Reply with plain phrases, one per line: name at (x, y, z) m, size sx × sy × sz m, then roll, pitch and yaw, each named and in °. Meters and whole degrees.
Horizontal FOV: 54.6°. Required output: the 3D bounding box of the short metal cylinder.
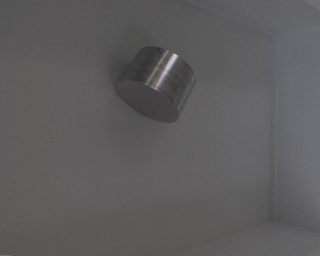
short metal cylinder at (-0.004, -0.049, 0.367) m, size 0.080 × 0.080 × 0.050 m, roll 42°, pitch 65°, yaw -32°
